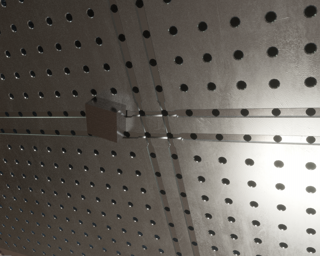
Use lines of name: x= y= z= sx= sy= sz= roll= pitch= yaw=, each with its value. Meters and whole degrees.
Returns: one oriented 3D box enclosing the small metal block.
small metal block: x=-0.077 y=-0.012 z=0.442 sx=0.050 sy=0.025 sz=0.050 roll=16 pitch=125 yaw=18
